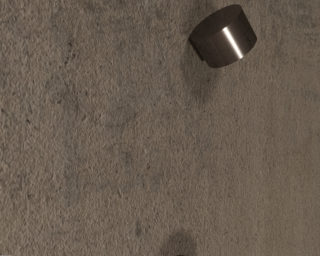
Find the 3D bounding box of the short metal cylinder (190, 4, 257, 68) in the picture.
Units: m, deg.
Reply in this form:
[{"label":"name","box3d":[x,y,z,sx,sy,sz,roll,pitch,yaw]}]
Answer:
[{"label":"short metal cylinder","box3d":[0.091,-0.132,0.448,0.050,0.080,0.080,50,60,-29]}]
